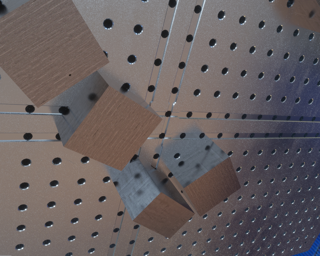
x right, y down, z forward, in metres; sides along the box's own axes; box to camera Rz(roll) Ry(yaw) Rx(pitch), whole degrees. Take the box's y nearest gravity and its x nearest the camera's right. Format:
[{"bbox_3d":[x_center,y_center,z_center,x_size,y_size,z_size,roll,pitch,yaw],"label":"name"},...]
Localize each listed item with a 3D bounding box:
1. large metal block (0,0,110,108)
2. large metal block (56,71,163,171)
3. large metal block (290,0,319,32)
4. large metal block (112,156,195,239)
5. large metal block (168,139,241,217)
[{"bbox_3d":[-0.107,-0.080,0.288,0.080,0.050,0.080,-35,129,-6],"label":"large metal block"},{"bbox_3d":[-0.059,-0.007,0.359,0.080,0.050,0.080,31,101,-39],"label":"large metal block"},{"bbox_3d":[0.227,-0.182,0.409,0.080,0.050,0.080,31,101,-38],"label":"large metal block"},{"bbox_3d":[-0.010,0.096,0.432,0.050,0.080,0.080,-46,130,4],"label":"large metal block"},{"bbox_3d":[0.071,0.078,0.485,0.080,0.050,0.080,-34,129,-7],"label":"large metal block"}]
